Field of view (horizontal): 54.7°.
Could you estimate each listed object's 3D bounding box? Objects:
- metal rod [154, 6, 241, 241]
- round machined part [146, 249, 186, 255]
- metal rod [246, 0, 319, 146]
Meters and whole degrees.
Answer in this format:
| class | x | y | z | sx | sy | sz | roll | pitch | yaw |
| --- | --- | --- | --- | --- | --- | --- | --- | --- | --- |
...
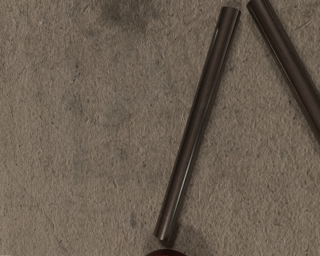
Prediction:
| class | x | y | z | sx | sy | sz | roll | pitch | yaw |
| --- | --- | --- | --- | --- | --- | --- | --- | --- | --- |
| metal rod | 0.045 | -0.001 | 0.392 | 0.025 | 0.025 | 0.298 | 18 | 96 | 18 |
| round machined part | 0.013 | 0.203 | 0.395 | 0.098 | 0.042 | 0.097 | 0 | 90 | 19 |
| metal rod | 0.175 | -0.016 | 0.347 | 0.025 | 0.025 | 0.299 | -27 | 81 | 18 |
